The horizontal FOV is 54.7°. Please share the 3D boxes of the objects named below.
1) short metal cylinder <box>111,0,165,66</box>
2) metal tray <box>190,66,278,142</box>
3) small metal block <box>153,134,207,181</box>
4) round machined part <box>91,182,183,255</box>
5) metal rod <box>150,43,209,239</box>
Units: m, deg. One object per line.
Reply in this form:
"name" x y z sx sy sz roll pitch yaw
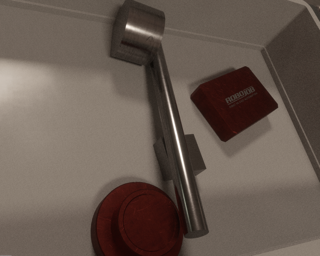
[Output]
"short metal cylinder" -0.033 -0.133 0.435 0.050 0.080 0.080 13 57 -22
"metal tray" 0.122 -0.043 0.497 0.131 0.030 0.090 -26 76 -37
"small metal block" 0.025 0.037 0.398 0.050 0.025 0.050 -4 64 -30
"round machined part" -0.018 0.102 0.324 0.099 0.042 0.098 14 56 -21
"metal rod" 0.013 -0.014 0.394 0.025 0.025 0.299 8 49 -24
